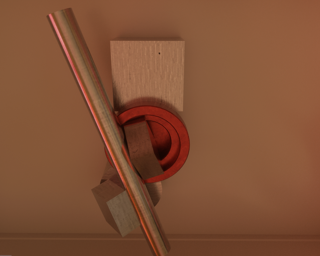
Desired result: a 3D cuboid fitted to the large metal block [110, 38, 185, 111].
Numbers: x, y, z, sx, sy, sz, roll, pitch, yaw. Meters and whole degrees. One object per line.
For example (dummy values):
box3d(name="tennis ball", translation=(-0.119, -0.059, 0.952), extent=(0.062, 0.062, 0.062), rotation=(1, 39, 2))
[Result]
box3d(name="large metal block", translation=(-0.014, -0.065, 0.371), extent=(0.081, 0.050, 0.079), rotation=(0, 110, -1))

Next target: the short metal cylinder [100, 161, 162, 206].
box3d(name="short metal cylinder", translation=(-0.038, 0.071, 0.423), extent=(0.081, 0.050, 0.079), rotation=(0, 110, -1))

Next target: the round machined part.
box3d(name="round machined part", translation=(-0.015, 0.014, 0.374), extent=(0.099, 0.042, 0.097), rotation=(0, 110, -1))

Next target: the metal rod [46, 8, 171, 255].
box3d(name="metal rod", translation=(-0.047, 0.022, 0.343), extent=(0.025, 0.025, 0.298), rotation=(-18, 109, 6))

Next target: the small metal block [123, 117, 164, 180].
box3d(name="small metal block", translation=(-0.018, 0.024, 0.354), extent=(0.025, 0.050, 0.050), rotation=(-19, 144, 3))

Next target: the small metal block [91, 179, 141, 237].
box3d(name="small metal block", translation=(-0.054, 0.096, 0.375), extent=(0.025, 0.050, 0.050), rotation=(-29, 111, -25))
